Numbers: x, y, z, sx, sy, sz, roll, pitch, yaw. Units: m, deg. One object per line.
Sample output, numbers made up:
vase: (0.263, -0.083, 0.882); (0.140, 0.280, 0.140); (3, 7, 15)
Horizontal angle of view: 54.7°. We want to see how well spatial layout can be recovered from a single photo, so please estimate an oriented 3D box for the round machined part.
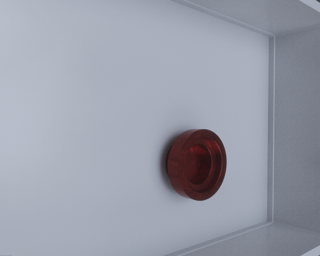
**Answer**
round machined part: (0.047, 0.050, 0.437); (0.099, 0.042, 0.097); (0, 90, -40)
